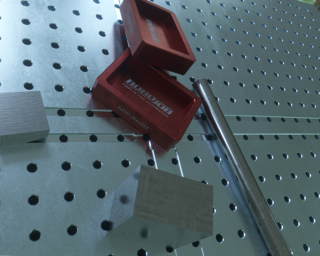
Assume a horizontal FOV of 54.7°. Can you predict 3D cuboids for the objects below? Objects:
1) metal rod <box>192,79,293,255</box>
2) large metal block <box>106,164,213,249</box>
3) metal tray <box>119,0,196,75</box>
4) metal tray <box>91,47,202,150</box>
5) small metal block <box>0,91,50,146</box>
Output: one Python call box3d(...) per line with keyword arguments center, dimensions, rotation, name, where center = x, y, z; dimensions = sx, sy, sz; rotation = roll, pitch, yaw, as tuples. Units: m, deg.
box3d(center=(0.114, 0.060, 0.434), dimensions=(0.025, 0.025, 0.299), rotation=(-9, 66, -32), name="metal rod")
box3d(center=(-0.001, 0.086, 0.321), dimensions=(0.081, 0.080, 0.050), rotation=(19, 54, -18), name="large metal block")
box3d(center=(-0.006, -0.143, 0.466), dimensions=(0.091, 0.030, 0.130), rotation=(11, 45, -32), name="metal tray")
box3d(center=(-0.015, -0.042, 0.423), dimensions=(0.130, 0.030, 0.090), rotation=(36, 51, -4), name="metal tray")
box3d(center=(-0.152, -0.011, 0.334), dimensions=(0.050, 0.025, 0.050), rotation=(-8, 66, -32), name="small metal block")
